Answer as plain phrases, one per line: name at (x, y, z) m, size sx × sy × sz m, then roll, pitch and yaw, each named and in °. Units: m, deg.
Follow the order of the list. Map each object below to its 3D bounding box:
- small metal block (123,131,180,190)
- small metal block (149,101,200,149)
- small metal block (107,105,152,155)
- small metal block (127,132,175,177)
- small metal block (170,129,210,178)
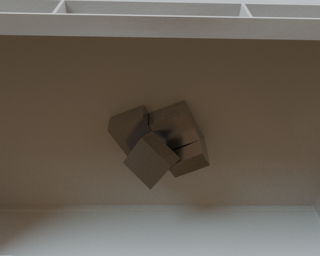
small metal block at (-0.011, 0.041, 0.393) m, size 0.050 × 0.025 × 0.050 m, roll 43°, pitch 124°, yaw 9°
small metal block at (0.019, -0.002, 0.406) m, size 0.050 × 0.025 × 0.050 m, roll -20°, pitch 128°, yaw 15°
small metal block at (-0.033, 0.004, 0.410) m, size 0.050 × 0.025 × 0.050 m, roll -20°, pitch 128°, yaw 15°
small metal block at (-0.012, 0.039, 0.440) m, size 0.050 × 0.025 × 0.050 m, roll -20°, pitch 128°, yaw 15°
small metal block at (0.036, 0.033, 0.419) m, size 0.050 × 0.050 × 0.025 m, roll -23°, pitch 127°, yaw 17°
